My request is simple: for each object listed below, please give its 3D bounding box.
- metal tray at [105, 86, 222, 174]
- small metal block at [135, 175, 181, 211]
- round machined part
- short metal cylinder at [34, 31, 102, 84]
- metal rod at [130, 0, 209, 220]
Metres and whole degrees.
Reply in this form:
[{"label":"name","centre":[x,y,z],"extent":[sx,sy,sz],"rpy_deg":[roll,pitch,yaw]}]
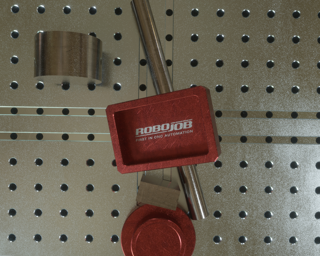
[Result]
[{"label":"metal tray","centre":[0.003,0.004,0.389],"extent":[0.130,0.030,0.089],"rpy_deg":[-10,92,18]},{"label":"small metal block","centre":[-0.002,0.082,0.401],"extent":[0.050,0.050,0.025],"rpy_deg":[14,90,-1]},{"label":"round machined part","centre":[-0.002,0.146,0.405],"extent":[0.099,0.042,0.097],"rpy_deg":[0,90,-1]},{"label":"short metal cylinder","centre":[-0.113,-0.084,0.384],"extent":[0.081,0.080,0.050],"rpy_deg":[1,90,-1]},{"label":"metal rod","centre":[0.013,-0.025,0.413],"extent":[0.025,0.025,0.298],"rpy_deg":[-16,90,0]}]
